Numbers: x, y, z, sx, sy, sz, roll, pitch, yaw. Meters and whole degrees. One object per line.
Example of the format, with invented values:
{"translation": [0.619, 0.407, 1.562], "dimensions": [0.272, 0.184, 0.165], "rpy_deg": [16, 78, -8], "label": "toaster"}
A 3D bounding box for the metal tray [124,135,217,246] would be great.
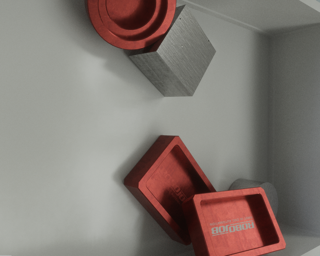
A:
{"translation": [0.021, 0.084, 0.423], "dimensions": [0.090, 0.030, 0.130], "rpy_deg": [-50, 120, -28], "label": "metal tray"}

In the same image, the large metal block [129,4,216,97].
{"translation": [0.019, -0.097, 0.404], "dimensions": [0.080, 0.050, 0.080], "rpy_deg": [46, 63, -36], "label": "large metal block"}

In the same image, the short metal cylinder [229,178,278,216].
{"translation": [0.156, 0.129, 0.525], "dimensions": [0.081, 0.050, 0.079], "rpy_deg": [0, 90, -40], "label": "short metal cylinder"}

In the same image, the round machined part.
{"translation": [-0.035, -0.142, 0.348], "dimensions": [0.099, 0.042, 0.097], "rpy_deg": [-11, 125, -16], "label": "round machined part"}

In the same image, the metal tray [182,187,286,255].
{"translation": [0.102, 0.133, 0.424], "dimensions": [0.131, 0.030, 0.090], "rpy_deg": [1, 59, -29], "label": "metal tray"}
